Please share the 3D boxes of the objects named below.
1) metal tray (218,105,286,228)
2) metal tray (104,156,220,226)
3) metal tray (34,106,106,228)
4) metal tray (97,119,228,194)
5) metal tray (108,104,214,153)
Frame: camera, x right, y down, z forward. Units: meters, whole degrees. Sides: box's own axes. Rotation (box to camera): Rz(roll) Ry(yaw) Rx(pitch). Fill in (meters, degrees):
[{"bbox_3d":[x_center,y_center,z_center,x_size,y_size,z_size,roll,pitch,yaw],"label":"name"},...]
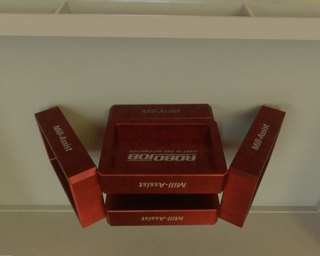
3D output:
[{"bbox_3d":[0.113,0.043,0.378,0.030,0.131,0.089,20,134,22],"label":"metal tray"},{"bbox_3d":[0.002,0.075,0.388,0.131,0.090,0.030,0,130,-1],"label":"metal tray"},{"bbox_3d":[-0.110,0.044,0.377,0.030,0.130,0.089,-22,136,-24],"label":"metal tray"},{"bbox_3d":[0.003,0.029,0.349,0.131,0.090,0.030,0,130,-1],"label":"metal tray"},{"bbox_3d":[0.002,0.013,0.415,0.131,0.030,0.089,-1,130,-1],"label":"metal tray"}]
